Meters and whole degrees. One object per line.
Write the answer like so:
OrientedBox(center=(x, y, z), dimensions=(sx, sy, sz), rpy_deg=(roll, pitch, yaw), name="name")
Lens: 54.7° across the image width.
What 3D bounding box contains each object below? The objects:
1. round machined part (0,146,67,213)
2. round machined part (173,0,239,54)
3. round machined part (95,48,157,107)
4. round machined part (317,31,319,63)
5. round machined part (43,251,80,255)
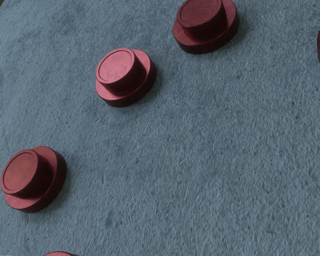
OrientedBox(center=(-0.189, 0.070, 0.450), dimensions=(0.098, 0.042, 0.098), rpy_deg=(-13, 56, 21), name="round machined part")
OrientedBox(center=(0.064, -0.160, 0.458), dimensions=(0.098, 0.042, 0.098), rpy_deg=(-13, 56, 21), name="round machined part")
OrientedBox(center=(-0.058, -0.084, 0.475), dimensions=(0.098, 0.042, 0.098), rpy_deg=(-13, 56, 21), name="round machined part")
OrientedBox(center=(0.222, -0.085, 0.328), dimensions=(0.098, 0.042, 0.098), rpy_deg=(-13, 56, 21), name="round machined part")
OrientedBox(center=(-0.106, 0.188, 0.334), dimensions=(0.098, 0.042, 0.098), rpy_deg=(-13, 56, 21), name="round machined part")
